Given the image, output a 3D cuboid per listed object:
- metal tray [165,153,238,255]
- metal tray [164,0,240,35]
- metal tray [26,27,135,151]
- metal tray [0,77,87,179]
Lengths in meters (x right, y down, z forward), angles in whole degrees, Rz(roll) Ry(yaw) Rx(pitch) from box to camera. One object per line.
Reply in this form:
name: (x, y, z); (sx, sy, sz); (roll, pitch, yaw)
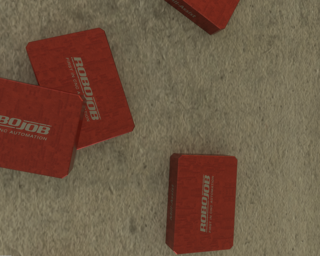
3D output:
metal tray: (0.058, 0.102, 0.429); (0.091, 0.030, 0.129); (4, 89, -20)
metal tray: (0.050, -0.203, 0.426); (0.131, 0.030, 0.090); (31, 80, -18)
metal tray: (-0.094, -0.045, 0.372); (0.091, 0.030, 0.129); (-19, 97, -19)
metal tray: (-0.153, -0.004, 0.328); (0.131, 0.030, 0.089); (12, 94, -7)
